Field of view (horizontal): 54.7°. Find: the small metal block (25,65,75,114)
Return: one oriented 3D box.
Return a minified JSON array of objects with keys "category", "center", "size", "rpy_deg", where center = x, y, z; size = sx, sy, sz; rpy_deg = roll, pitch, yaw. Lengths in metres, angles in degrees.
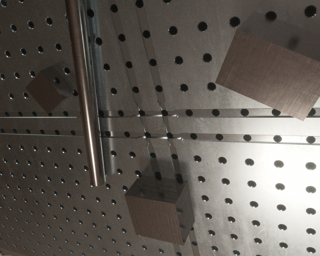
[{"category":"small metal block","center":[-0.163,-0.056,0.460],"size":[0.050,0.025,0.050],"rpy_deg":[-31,102,37]}]

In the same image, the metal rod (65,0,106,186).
[{"category":"metal rod","center":[-0.102,-0.038,0.439],"size":[0.025,0.025,0.298],"rpy_deg":[14,124,20]}]

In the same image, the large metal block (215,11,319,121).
[{"category":"large metal block","center":[0.106,-0.061,0.282],"size":[0.080,0.080,0.050],"rpy_deg":[26,127,11]}]

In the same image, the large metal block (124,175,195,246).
[{"category":"large metal block","center":[0.002,0.122,0.468],"size":[0.080,0.050,0.079],"rpy_deg":[3,120,26]}]
